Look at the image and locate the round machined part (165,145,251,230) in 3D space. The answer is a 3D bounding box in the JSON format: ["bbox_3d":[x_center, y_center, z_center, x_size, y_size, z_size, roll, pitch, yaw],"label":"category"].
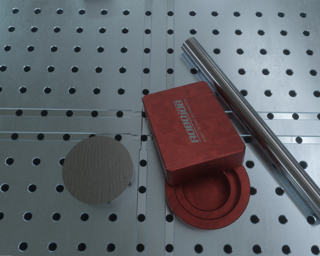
[{"bbox_3d":[0.055,0.073,0.376,0.099,0.042,0.098,0,70,0],"label":"round machined part"}]

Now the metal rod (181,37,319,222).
[{"bbox_3d":[0.124,-0.007,0.414,0.025,0.025,0.299,-32,73,-11],"label":"metal rod"}]

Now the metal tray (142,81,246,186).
[{"bbox_3d":[0.036,0.000,0.382,0.091,0.030,0.130,-15,46,-6],"label":"metal tray"}]

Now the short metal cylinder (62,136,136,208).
[{"bbox_3d":[-0.071,0.055,0.378,0.081,0.050,0.080,0,70,0],"label":"short metal cylinder"}]
